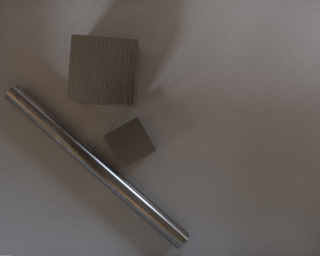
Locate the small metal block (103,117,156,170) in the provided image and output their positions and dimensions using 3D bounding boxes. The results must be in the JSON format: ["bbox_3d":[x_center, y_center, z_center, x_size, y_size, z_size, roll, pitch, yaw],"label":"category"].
[{"bbox_3d":[-0.039,0.020,0.411,0.050,0.025,0.050,-29,90,-1],"label":"small metal block"}]

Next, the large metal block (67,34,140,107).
[{"bbox_3d":[-0.069,-0.071,0.398,0.081,0.050,0.079,4,90,-1],"label":"large metal block"}]

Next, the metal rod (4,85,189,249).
[{"bbox_3d":[-0.082,0.051,0.410,0.300,0.025,0.025,41,90,-1],"label":"metal rod"}]
